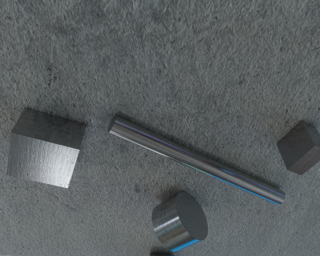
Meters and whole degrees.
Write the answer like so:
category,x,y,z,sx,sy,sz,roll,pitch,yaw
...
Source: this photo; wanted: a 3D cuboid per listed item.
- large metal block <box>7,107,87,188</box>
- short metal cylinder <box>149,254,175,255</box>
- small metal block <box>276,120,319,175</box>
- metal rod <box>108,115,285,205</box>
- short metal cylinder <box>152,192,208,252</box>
category,x,y,z,sx,sy,sz,roll,pitch,yaw
large metal block,-0.151,0.028,0.413,0.081,0.050,0.079,16,128,-14
short metal cylinder,0.003,0.298,0.625,0.050,0.080,0.079,3,130,-3
small metal block,0.190,0.026,0.415,0.025,0.050,0.050,21,127,-17
metal rod,0.066,0.054,0.453,0.302,0.025,0.025,25,126,-20
short metal cylinder,0.033,0.150,0.500,0.050,0.080,0.080,-35,122,26
